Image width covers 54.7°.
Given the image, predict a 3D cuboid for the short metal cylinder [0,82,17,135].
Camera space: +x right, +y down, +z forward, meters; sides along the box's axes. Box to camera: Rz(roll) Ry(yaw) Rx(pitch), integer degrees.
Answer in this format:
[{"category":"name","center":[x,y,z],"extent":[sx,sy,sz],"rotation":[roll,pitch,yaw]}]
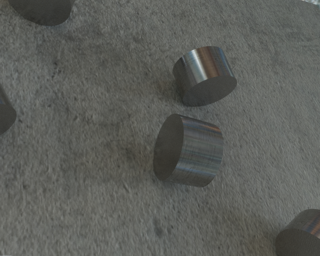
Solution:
[{"category":"short metal cylinder","center":[-0.182,-0.019,0.282],"extent":[0.081,0.080,0.050],"rotation":[-23,75,-37]}]

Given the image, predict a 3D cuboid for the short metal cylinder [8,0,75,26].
[{"category":"short metal cylinder","center":[-0.149,-0.181,0.399],"extent":[0.081,0.080,0.050],"rotation":[18,55,-18]}]

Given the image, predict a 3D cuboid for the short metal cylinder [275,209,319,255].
[{"category":"short metal cylinder","center":[0.193,0.149,0.384],"extent":[0.050,0.080,0.080],"rotation":[-23,75,-37]}]

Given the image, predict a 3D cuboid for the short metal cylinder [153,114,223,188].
[{"category":"short metal cylinder","center":[0.031,0.027,0.370],"extent":[0.050,0.080,0.080],"rotation":[14,56,-21]}]

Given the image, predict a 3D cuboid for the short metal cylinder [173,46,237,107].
[{"category":"short metal cylinder","center":[0.064,-0.073,0.449],"extent":[0.081,0.080,0.050],"rotation":[-4,64,-30]}]
